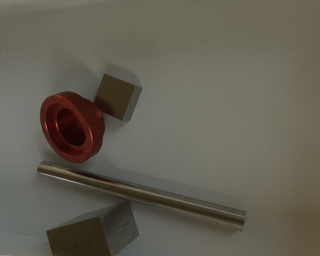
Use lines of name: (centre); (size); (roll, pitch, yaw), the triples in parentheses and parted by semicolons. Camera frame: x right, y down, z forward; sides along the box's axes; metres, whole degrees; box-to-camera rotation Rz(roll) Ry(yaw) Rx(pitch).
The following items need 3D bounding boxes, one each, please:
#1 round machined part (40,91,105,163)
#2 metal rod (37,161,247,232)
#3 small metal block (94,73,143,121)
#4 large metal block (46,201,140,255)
round machined part: (-0.115, -0.004, 0.428); (0.098, 0.042, 0.097); (15, 119, 29)
metal rod: (-0.038, 0.087, 0.422); (0.301, 0.025, 0.025); (10, 94, 19)
small metal block: (-0.059, -0.042, 0.430); (0.050, 0.025, 0.050); (24, 98, 18)
large metal block: (-0.086, 0.139, 0.410); (0.080, 0.080, 0.050); (-20, 84, 18)
